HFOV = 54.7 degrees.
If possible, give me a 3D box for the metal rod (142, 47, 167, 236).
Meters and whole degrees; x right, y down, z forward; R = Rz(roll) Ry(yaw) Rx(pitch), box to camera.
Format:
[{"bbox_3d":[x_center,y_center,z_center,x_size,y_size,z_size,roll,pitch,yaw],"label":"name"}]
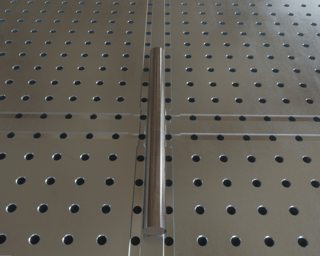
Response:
[{"bbox_3d":[-0.005,-0.009,0.415,0.025,0.025,0.300,0,50,0],"label":"metal rod"}]
